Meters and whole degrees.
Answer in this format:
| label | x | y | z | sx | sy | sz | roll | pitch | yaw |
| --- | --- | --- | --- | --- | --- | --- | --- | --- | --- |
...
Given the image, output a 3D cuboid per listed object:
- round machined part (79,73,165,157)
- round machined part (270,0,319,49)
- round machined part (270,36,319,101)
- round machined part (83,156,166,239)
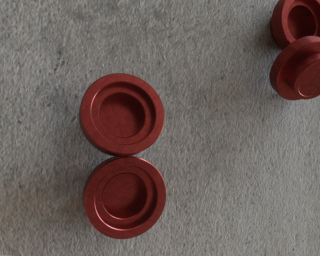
| label | x | y | z | sx | sy | sz | roll | pitch | yaw |
| --- | --- | --- | --- | --- | --- | --- | --- | --- | --- |
| round machined part | -0.048 | -0.013 | 0.375 | 0.099 | 0.042 | 0.098 | 5 | 74 | -19 |
| round machined part | 0.212 | -0.159 | 0.480 | 0.099 | 0.042 | 0.097 | 0 | 90 | -21 |
| round machined part | 0.217 | -0.081 | 0.456 | 0.099 | 0.042 | 0.097 | -10 | 130 | -12 |
| round machined part | -0.045 | 0.082 | 0.384 | 0.099 | 0.042 | 0.097 | 0 | 91 | -21 |
